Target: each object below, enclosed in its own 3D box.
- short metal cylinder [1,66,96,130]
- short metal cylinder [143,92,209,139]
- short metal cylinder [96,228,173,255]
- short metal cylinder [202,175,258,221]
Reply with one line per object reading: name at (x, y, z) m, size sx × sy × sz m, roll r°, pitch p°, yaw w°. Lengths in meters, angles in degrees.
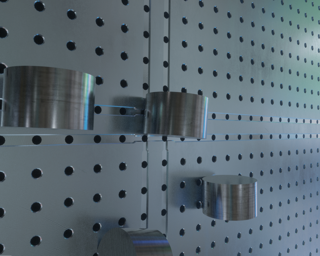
short metal cylinder at (-0.102, -0.024, 0.289) m, size 0.081 × 0.080 × 0.050 m, roll 3°, pitch 88°, yaw -40°
short metal cylinder at (0.020, -0.014, 0.392) m, size 0.081 × 0.080 × 0.050 m, roll 7°, pitch 86°, yaw -40°
short metal cylinder at (-0.030, 0.155, 0.350) m, size 0.050 × 0.080 × 0.080 m, roll 17°, pitch 79°, yaw -39°
short metal cylinder at (0.104, 0.102, 0.464) m, size 0.081 × 0.080 × 0.050 m, roll -1°, pitch 91°, yaw -40°
